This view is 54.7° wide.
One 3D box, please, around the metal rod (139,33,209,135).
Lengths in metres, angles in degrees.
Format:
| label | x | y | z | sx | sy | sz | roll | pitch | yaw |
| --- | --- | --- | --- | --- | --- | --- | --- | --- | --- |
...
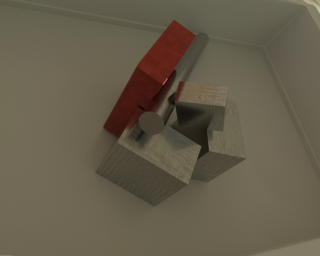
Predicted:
| label | x | y | z | sx | sy | sz | roll | pitch | yaw |
| --- | --- | --- | --- | --- | --- | --- | --- | --- | --- |
| metal rod | 0.032 | -0.079 | 0.413 | 0.025 | 0.025 | 0.301 | 36 | 34 | -5 |

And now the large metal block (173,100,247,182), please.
| label | x | y | z | sx | sy | sz | roll | pitch | yaw |
| --- | --- | --- | --- | --- | --- | --- | --- | --- | --- |
| large metal block | 0.058 | 0.014 | 0.394 | 0.050 | 0.080 | 0.080 | 13 | 56 | -22 |

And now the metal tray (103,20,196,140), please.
| label | x | y | z | sx | sy | sz | roll | pitch | yaw |
| --- | --- | --- | --- | --- | --- | --- | --- | --- | --- |
| metal tray | -0.015 | -0.051 | 0.360 | 0.030 | 0.129 | 0.090 | 35 | 52 | -5 |

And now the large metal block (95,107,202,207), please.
| label | x | y | z | sx | sy | sz | roll | pitch | yaw |
| --- | --- | --- | --- | --- | --- | --- | --- | --- | --- |
| large metal block | -0.015 | 0.035 | 0.342 | 0.080 | 0.080 | 0.050 | 32 | 52 | -8 |

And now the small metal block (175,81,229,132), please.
| label | x | y | z | sx | sy | sz | roll | pitch | yaw |
| --- | --- | --- | --- | --- | --- | --- | --- | --- | --- |
| small metal block | 0.045 | -0.022 | 0.332 | 0.050 | 0.050 | 0.025 | 8 | 61 | 13 |
